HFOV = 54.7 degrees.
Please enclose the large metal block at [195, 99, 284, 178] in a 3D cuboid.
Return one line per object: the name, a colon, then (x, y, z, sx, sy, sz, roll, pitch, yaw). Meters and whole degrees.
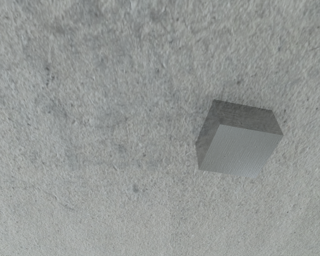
large metal block: (0.099, 0.016, 0.406, 0.081, 0.050, 0.079, 10, 130, -9)
